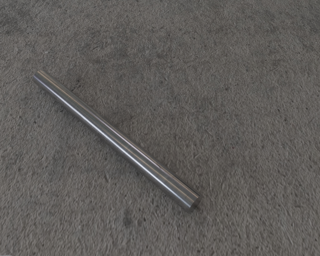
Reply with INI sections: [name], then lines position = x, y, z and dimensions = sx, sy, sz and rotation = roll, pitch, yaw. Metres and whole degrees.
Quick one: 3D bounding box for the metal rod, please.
[metal rod]
position = -0.070, 0.003, 0.400
dimensions = 0.300, 0.025, 0.025
rotation = 36, 59, 26
